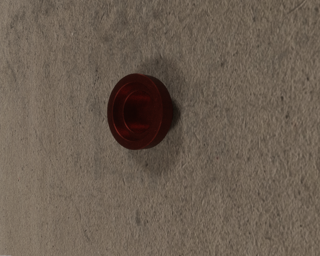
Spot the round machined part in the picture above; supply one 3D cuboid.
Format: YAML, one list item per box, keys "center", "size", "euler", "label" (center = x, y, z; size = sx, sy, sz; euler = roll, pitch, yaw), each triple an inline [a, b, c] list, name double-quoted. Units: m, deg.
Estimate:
- center: [-0.022, -0.021, 0.410]
  size: [0.098, 0.042, 0.097]
  euler: [0, 90, 39]
  label: "round machined part"
